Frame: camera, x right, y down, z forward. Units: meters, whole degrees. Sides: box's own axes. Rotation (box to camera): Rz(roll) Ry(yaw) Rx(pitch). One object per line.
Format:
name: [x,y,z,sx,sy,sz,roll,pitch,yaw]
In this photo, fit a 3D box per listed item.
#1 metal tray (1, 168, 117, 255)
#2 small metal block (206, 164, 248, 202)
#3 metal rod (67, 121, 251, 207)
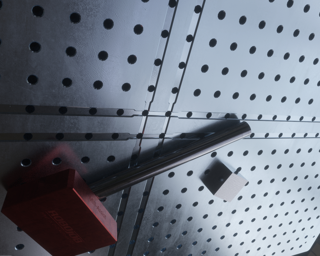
metal tray: [-0.121,0.115,0.396,0.090,0.030,0.130,-19,129,6]
small metal block: [0.116,0.097,0.537,0.050,0.025,0.050,30,102,-38]
metal rod: [0.001,0.052,0.445,0.302,0.025,0.025,-21,127,-16]
